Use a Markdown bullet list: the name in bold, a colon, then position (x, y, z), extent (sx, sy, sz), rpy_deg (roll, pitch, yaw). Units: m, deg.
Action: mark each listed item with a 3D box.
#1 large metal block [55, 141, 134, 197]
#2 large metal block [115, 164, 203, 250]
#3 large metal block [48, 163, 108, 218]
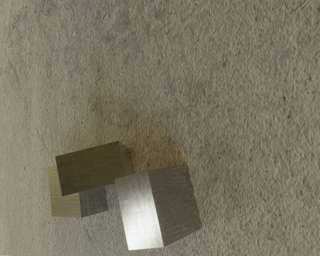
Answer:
- **large metal block**: position (-0.082, 0.056, 0.416), extent (0.080, 0.080, 0.050), rpy_deg (-14, 79, 1)
- **large metal block**: position (0.000, 0.090, 0.367), extent (0.050, 0.081, 0.080), rpy_deg (-20, 77, 35)
- **large metal block**: position (-0.133, 0.097, 0.499), extent (0.080, 0.050, 0.080), rpy_deg (-12, 83, 39)
